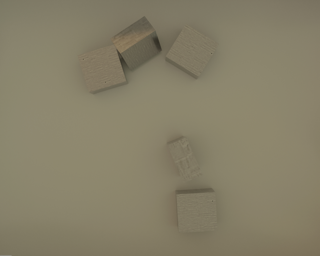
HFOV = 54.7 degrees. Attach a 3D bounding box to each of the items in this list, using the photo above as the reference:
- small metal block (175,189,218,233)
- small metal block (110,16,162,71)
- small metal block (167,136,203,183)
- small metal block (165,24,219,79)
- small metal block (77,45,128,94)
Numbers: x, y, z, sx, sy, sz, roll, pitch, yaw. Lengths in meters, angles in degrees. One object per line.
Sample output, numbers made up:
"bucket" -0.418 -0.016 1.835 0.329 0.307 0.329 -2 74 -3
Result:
"small metal block" 0.048 0.109 0.412 0.050 0.025 0.050 -3 90 0
"small metal block" -0.029 -0.106 0.396 0.050 0.050 0.025 -34 73 0
"small metal block" 0.030 0.039 0.399 0.025 0.050 0.050 -23 90 0
"small metal block" 0.042 -0.100 0.411 0.050 0.025 0.050 32 90 0
"small metal block" -0.075 -0.077 0.411 0.050 0.025 0.050 -17 90 0
